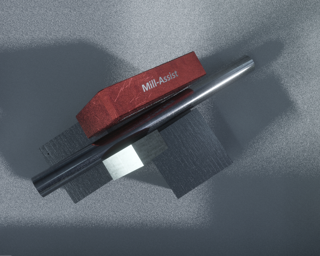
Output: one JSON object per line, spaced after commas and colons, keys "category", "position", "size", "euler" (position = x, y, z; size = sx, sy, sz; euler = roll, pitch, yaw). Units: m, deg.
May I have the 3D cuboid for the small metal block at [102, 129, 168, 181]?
{"category": "small metal block", "position": [-0.027, 0.030, 0.349], "size": [0.050, 0.050, 0.025], "euler": [-30, 90, 36]}

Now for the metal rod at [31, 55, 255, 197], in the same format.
{"category": "metal rod", "position": [-0.007, -0.011, 0.373], "size": [0.302, 0.025, 0.025], "euler": [-31, 90, -16]}

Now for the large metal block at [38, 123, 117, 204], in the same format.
{"category": "large metal block", "position": [-0.090, 0.036, 0.394], "size": [0.080, 0.050, 0.080], "euler": [-34, 90, 0]}

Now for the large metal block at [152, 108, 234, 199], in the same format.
{"category": "large metal block", "position": [0.033, 0.031, 0.398], "size": [0.080, 0.050, 0.080], "euler": [-34, 90, 0]}

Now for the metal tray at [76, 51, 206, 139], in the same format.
{"category": "metal tray", "position": [-0.021, -0.037, 0.350], "size": [0.131, 0.090, 0.030], "euler": [-30, 92, -32]}
